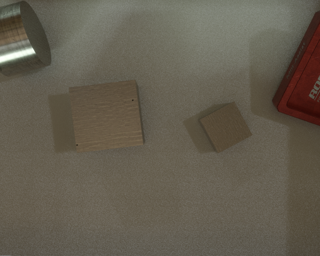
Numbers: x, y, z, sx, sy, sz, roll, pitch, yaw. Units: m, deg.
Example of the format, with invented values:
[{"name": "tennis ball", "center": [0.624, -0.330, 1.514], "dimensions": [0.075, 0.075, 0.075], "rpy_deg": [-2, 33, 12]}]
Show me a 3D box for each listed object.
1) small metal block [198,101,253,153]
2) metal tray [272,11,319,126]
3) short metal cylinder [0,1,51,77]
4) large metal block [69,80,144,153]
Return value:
[{"name": "small metal block", "center": [0.086, -0.001, 0.413], "dimensions": [0.050, 0.025, 0.050], "rpy_deg": [-28, 90, -1]}, {"name": "metal tray", "center": [0.212, -0.069, 0.388], "dimensions": [0.090, 0.030, 0.129], "rpy_deg": [19, 112, -1]}, {"name": "short metal cylinder", "center": [-0.176, -0.109, 0.382], "dimensions": [0.050, 0.080, 0.080], "rpy_deg": [-16, 90, 0]}, {"name": "large metal block", "center": [-0.065, -0.014, 0.398], "dimensions": [0.081, 0.050, 0.079], "rpy_deg": [-7, 90, -1]}]
